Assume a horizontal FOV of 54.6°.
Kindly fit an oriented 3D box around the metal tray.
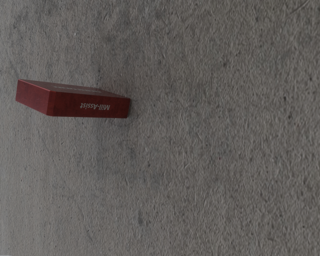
[{"bbox_3d":[-0.118,-0.040,0.435,0.090,0.131,0.030,20,103,38],"label":"metal tray"}]
